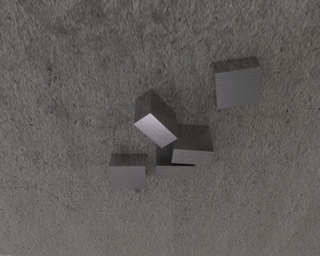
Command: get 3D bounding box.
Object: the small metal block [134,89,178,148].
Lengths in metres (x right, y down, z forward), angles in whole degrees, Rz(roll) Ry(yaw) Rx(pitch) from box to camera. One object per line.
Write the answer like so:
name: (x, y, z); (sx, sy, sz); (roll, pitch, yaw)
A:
small metal block: (-0.004, -0.012, 0.380); (0.025, 0.050, 0.050); (-32, 123, 24)

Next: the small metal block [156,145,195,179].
small metal block: (0.020, 0.042, 0.427); (0.050, 0.050, 0.025); (1, 130, -1)

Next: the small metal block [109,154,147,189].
small metal block: (-0.046, 0.065, 0.462); (0.050, 0.025, 0.050); (0, 130, 0)

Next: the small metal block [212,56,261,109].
small metal block: (0.089, -0.053, 0.363); (0.050, 0.025, 0.050); (-8, 130, 6)

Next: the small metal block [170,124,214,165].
small metal block: (0.041, 0.021, 0.409); (0.050, 0.050, 0.025); (4, 130, -4)
